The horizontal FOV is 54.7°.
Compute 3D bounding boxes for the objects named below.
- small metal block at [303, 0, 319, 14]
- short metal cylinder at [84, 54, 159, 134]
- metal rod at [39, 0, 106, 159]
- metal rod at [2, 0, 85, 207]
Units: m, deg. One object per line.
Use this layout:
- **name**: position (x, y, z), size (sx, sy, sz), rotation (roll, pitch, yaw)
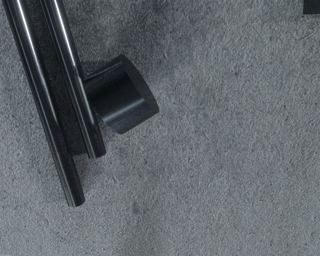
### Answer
- **small metal block**: position (0.196, -0.158, 0.353), size (0.050, 0.025, 0.050), rotation (-4, 110, 1)
- **short metal cylinder**: position (-0.044, -0.039, 0.365), size (0.050, 0.080, 0.080), rotation (-31, 107, 11)
- **metal rod**: position (-0.115, -0.101, 0.371), size (0.025, 0.025, 0.298), rotation (-11, 110, 4)
- **metal rod**: position (-0.146, -0.030, 0.397), size (0.025, 0.025, 0.298), rotation (-9, 110, 3)
